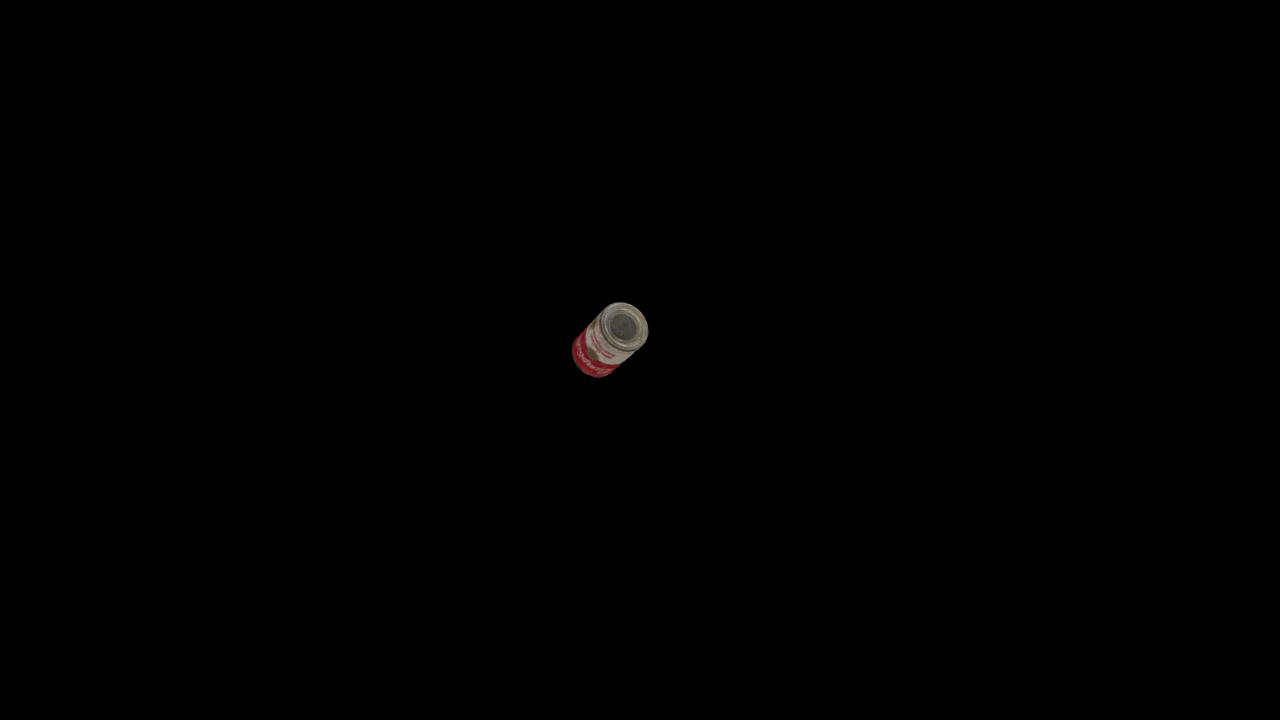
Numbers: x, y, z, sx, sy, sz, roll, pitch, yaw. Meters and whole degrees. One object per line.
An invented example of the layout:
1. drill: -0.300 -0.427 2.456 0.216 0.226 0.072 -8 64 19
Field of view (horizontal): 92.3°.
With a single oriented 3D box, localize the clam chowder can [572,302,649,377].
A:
1. clam chowder can: -0.039 -0.025 0.796 0.068 0.068 0.102 0 -20 -28
